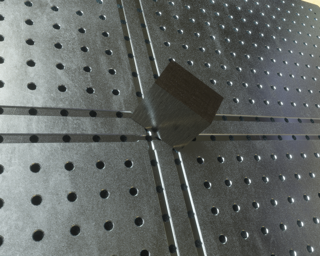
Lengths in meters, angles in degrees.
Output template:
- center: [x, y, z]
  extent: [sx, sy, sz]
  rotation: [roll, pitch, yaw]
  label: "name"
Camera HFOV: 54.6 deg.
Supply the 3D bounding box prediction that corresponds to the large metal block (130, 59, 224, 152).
- center: [0.020, -0.026, 0.399]
  extent: [0.080, 0.080, 0.050]
  rotation: [36, 51, -5]
  label: "large metal block"
